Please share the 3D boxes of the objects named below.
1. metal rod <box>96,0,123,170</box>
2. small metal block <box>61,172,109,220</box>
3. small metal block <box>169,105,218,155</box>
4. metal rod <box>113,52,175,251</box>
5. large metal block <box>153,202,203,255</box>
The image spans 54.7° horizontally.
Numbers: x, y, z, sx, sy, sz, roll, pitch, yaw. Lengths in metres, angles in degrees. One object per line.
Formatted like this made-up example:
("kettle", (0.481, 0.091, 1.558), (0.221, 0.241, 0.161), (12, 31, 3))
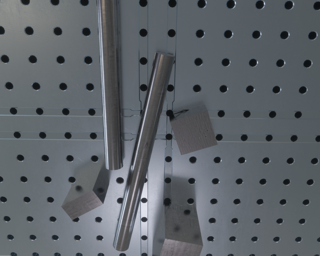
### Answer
("metal rod", (-0.062, -0.087, 0.380), (0.025, 0.025, 0.298), (1, 110, 0))
("small metal block", (-0.103, 0.094, 0.434), (0.050, 0.050, 0.025), (-29, 108, 10))
("small metal block", (0.044, 0.003, 0.415), (0.050, 0.025, 0.050), (-17, 109, 6))
("metal rod", (-0.027, 0.046, 0.429), (0.025, 0.025, 0.298), (12, 110, -5))
("large metal block", (0.022, 0.168, 0.446), (0.050, 0.080, 0.079), (13, 110, -5))
